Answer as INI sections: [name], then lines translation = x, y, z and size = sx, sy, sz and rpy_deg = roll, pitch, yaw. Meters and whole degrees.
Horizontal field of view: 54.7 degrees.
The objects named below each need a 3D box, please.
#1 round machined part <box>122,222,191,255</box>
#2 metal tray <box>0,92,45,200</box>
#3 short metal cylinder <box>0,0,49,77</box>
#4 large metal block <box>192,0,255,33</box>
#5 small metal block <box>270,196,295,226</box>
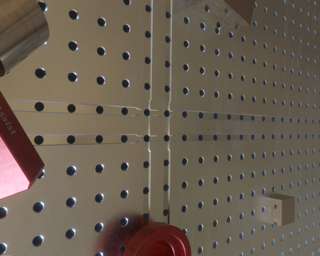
[round machined part]
translation = -0.010, 0.167, 0.390
size = 0.099, 0.042, 0.097
rpy_deg = 0, 90, -40
[metal tray]
translation = -0.162, 0.000, 0.234
size = 0.090, 0.030, 0.129
rpy_deg = -21, 109, 8
[short metal cylinder]
translation = -0.141, -0.089, 0.255
size = 0.050, 0.080, 0.080
rpy_deg = -53, 121, -27
[large metal block]
translation = 0.103, -0.208, 0.478
size = 0.080, 0.050, 0.080
rpy_deg = 23, 75, -38
[small metal block]
translation = 0.242, 0.162, 0.612
size = 0.050, 0.025, 0.050
rpy_deg = 2, 89, -40
